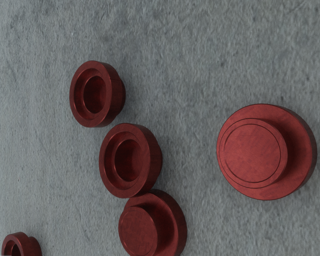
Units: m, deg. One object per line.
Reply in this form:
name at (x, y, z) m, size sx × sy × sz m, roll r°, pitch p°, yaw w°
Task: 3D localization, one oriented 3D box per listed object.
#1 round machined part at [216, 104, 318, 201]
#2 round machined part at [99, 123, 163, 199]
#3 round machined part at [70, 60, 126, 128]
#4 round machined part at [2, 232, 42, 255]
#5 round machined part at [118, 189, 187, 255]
round machined part at (0.100, 0.024, 0.311) m, size 0.098 × 0.042 × 0.097 m, roll 0°, pitch 90°, yaw 39°
round machined part at (-0.035, 0.044, 0.417) m, size 0.098 × 0.042 × 0.097 m, roll -6°, pitch 81°, yaw 40°
round machined part at (-0.090, -0.049, 0.465) m, size 0.098 × 0.042 × 0.097 m, roll 0°, pitch 90°, yaw 39°
round machined part at (-0.271, 0.255, 0.613) m, size 0.098 × 0.042 × 0.097 m, roll 0°, pitch 90°, yaw 39°
round machined part at (-0.017, 0.132, 0.406) m, size 0.098 × 0.042 × 0.097 m, roll 0°, pitch 90°, yaw 39°
